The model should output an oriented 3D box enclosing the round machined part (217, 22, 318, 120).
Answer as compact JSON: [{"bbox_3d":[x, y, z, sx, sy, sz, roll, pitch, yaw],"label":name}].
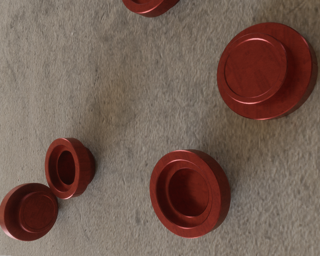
[{"bbox_3d":[0.100,-0.057,0.310,0.098,0.042,0.097,0,90,39],"label":"round machined part"}]

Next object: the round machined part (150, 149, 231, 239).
[{"bbox_3d":[0.038,0.073,0.361,0.098,0.042,0.097,0,90,39],"label":"round machined part"}]

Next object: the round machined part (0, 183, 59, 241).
[{"bbox_3d":[-0.218,0.144,0.534,0.042,0.099,0.097,-10,84,39],"label":"round machined part"}]

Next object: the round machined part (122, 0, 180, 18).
[{"bbox_3d":[-0.003,-0.190,0.395,0.098,0.042,0.097,0,90,39],"label":"round machined part"}]

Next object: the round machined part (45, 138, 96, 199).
[{"bbox_3d":[-0.144,0.065,0.510,0.098,0.042,0.097,0,90,39],"label":"round machined part"}]
